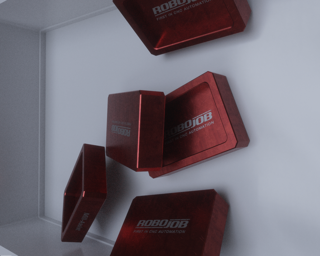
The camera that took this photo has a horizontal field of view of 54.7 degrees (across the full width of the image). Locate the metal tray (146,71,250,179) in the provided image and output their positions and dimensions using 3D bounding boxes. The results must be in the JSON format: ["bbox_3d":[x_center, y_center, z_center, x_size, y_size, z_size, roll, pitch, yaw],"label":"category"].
[{"bbox_3d":[0.031,0.000,0.376,0.130,0.030,0.090,-27,74,36],"label":"metal tray"}]

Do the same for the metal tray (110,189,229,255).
[{"bbox_3d":[0.009,0.122,0.360,0.130,0.030,0.090,-15,39,38],"label":"metal tray"}]

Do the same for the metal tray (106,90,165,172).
[{"bbox_3d":[-0.036,0.000,0.397,0.130,0.030,0.089,-172,84,-65],"label":"metal tray"}]

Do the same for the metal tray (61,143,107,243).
[{"bbox_3d":[-0.113,0.097,0.454,0.129,0.030,0.090,-59,30,37],"label":"metal tray"}]

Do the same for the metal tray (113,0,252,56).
[{"bbox_3d":[0.022,-0.136,0.345,0.130,0.090,0.030,-5,49,39],"label":"metal tray"}]
